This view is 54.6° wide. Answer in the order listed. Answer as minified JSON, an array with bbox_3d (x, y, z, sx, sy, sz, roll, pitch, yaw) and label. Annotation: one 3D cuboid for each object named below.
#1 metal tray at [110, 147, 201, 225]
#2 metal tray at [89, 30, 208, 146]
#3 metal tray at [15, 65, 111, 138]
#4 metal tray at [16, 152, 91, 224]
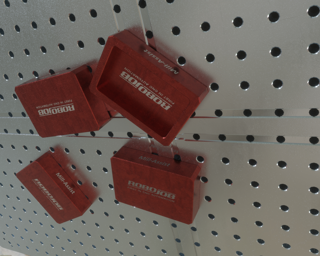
[{"bbox_3d":[-0.007,0.085,0.465,0.130,0.030,0.089,12,124,21],"label":"metal tray"},{"bbox_3d":[-0.018,-0.048,0.388,0.130,0.030,0.089,36,129,4],"label":"metal tray"},{"bbox_3d":[-0.147,-0.036,0.464,0.130,0.030,0.090,-7,115,31],"label":"metal tray"},{"bbox_3d":[-0.202,0.117,0.588,0.090,0.030,0.130,-29,103,37],"label":"metal tray"}]
